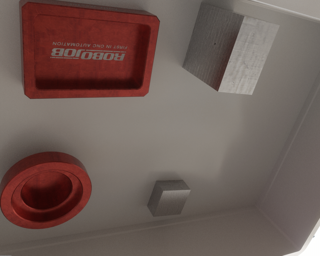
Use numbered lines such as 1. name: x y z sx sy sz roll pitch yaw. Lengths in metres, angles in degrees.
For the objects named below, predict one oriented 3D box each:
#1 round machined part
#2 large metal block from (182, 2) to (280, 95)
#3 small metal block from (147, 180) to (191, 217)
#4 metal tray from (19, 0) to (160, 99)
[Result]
1. round machined part: -0.135 0.068 0.367 0.099 0.042 0.097 -14 125 -21
2. large metal block: 0.077 -0.093 0.360 0.050 0.080 0.079 1 118 -29
3. small metal block: 0.014 0.110 0.486 0.050 0.025 0.050 5 116 -31
4. metal tray: -0.071 -0.078 0.319 0.131 0.030 0.089 -4 120 -27
